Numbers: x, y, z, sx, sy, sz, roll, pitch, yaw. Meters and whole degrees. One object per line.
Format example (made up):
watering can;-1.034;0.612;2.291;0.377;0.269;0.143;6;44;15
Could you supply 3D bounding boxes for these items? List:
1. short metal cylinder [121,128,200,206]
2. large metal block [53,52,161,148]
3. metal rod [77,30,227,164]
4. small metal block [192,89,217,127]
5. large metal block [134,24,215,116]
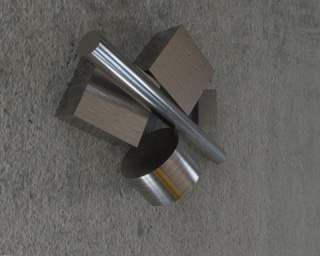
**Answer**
short metal cylinder;0.001;0.045;0.370;0.080;0.080;0.050;-51;121;-27
large metal block;-0.056;-0.032;0.343;0.080;0.050;0.080;31;71;-36
metal rod;0.017;-0.012;0.367;0.301;0.025;0.025;37;66;-51
small metal block;0.062;-0.027;0.438;0.025;0.050;0.050;-1;92;-4
large metal block;0.015;-0.071;0.399;0.080;0.050;0.080;47;62;-30
